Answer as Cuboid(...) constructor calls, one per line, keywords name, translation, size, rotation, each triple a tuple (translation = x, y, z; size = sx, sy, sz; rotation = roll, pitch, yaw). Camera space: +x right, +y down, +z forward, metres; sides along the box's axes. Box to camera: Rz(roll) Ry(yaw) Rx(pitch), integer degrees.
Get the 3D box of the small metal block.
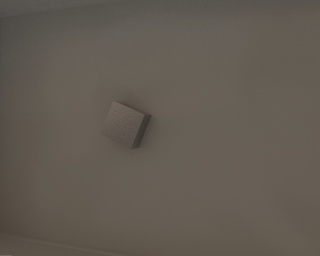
Cuboid(name="small metal block", translation=(-0.047, -0.005, 0.428), size=(0.050, 0.025, 0.050), rotation=(24, 98, 18))
